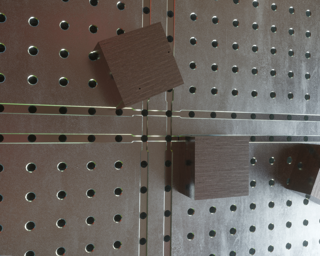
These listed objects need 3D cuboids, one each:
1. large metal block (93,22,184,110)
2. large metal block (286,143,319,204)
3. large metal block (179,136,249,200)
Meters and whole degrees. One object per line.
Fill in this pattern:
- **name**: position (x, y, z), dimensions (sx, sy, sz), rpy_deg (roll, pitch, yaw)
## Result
- **large metal block**: position (-0.028, -0.076, 0.389), dimensions (0.080, 0.050, 0.080), rpy_deg (-24, 98, -18)
- **large metal block**: position (0.262, 0.078, 0.495), dimensions (0.080, 0.050, 0.080), rpy_deg (26, 81, -18)
- **large metal block**: position (0.073, 0.051, 0.426), dimensions (0.081, 0.050, 0.080), rpy_deg (0, 90, -20)
